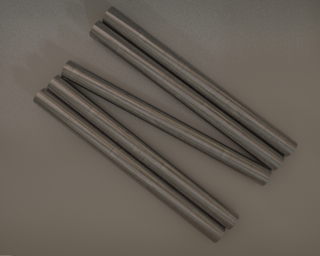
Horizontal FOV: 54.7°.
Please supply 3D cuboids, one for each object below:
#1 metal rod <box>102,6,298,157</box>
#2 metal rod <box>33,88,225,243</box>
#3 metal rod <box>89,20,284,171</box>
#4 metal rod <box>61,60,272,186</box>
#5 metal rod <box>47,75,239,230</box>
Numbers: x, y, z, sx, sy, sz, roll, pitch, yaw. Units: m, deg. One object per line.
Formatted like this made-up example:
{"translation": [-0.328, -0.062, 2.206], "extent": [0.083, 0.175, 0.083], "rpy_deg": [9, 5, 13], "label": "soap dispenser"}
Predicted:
{"translation": [0.053, -0.061, 0.410], "extent": [0.301, 0.025, 0.025], "rpy_deg": [36, 90, 0], "label": "metal rod"}
{"translation": [-0.040, 0.049, 0.410], "extent": [0.300, 0.025, 0.025], "rpy_deg": [38, 90, 0], "label": "metal rod"}
{"translation": [0.036, -0.042, 0.410], "extent": [0.301, 0.025, 0.025], "rpy_deg": [36, 90, 0], "label": "metal rod"}
{"translation": [0.009, -0.006, 0.410], "extent": [0.301, 0.025, 0.025], "rpy_deg": [29, 90, 0], "label": "metal rod"}
{"translation": [-0.022, 0.032, 0.410], "extent": [0.300, 0.025, 0.025], "rpy_deg": [38, 90, 0], "label": "metal rod"}
